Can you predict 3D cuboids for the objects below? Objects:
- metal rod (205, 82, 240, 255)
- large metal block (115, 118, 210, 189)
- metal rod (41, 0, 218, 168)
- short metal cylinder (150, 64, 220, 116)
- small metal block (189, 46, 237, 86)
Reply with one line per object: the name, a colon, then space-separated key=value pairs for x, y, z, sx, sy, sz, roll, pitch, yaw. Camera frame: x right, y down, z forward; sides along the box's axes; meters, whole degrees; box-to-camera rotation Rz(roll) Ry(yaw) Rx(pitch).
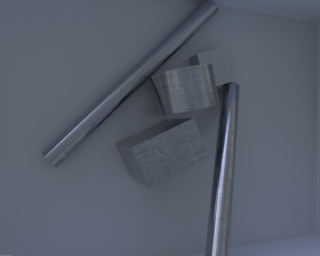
metal rod: x=0.076 y=0.066 z=0.374 sx=0.025 sy=0.025 sz=0.300 roll=24 pitch=57 yaw=-19
large metal block: x=0.000 y=0.027 z=0.382 sx=0.081 sy=0.080 sz=0.050 roll=-25 pitch=99 yaw=-19
metal rod: x=-0.029 y=-0.067 z=0.400 sx=0.301 sy=0.025 sz=0.025 roll=-46 pitch=105 yaw=-14
short metal cylinder: x=0.032 y=-0.048 z=0.394 sx=0.081 sy=0.080 sz=0.050 roll=-13 pitch=95 yaw=-20
small metal block: x=0.075 y=-0.084 z=0.440 sx=0.050 sy=0.025 sz=0.050 roll=-20 pitch=97 yaw=-19
